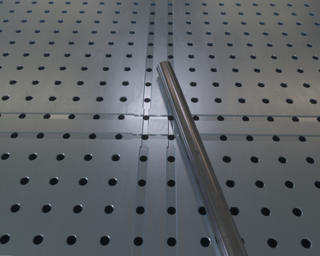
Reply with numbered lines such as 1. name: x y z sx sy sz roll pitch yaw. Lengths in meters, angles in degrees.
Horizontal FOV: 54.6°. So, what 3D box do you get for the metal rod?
1. metal rod: 0.040 0.016 0.394 0.025 0.025 0.300 -10 51 -8
